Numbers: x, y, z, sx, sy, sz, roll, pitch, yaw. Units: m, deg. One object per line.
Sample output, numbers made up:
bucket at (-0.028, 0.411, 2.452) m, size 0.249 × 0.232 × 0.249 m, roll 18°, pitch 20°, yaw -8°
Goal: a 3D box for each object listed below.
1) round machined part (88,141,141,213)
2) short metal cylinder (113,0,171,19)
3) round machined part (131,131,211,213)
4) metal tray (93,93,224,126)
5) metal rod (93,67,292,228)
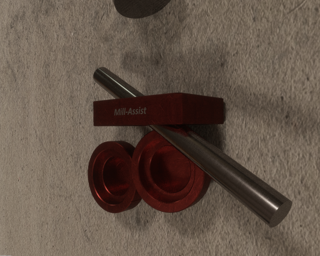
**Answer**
round machined part at (-0.054, 0.067, 0.436) m, size 0.098 × 0.042 × 0.097 m, roll 0°, pitch 90°, yaw 39°
short metal cylinder at (-0.027, -0.185, 0.389) m, size 0.080 × 0.081 × 0.050 m, roll -34°, pitch 69°, yaw 34°
round machined part at (0.017, 0.048, 0.373) m, size 0.098 × 0.042 × 0.097 m, roll 0°, pitch 89°, yaw 32°
metal tray at (-0.003, -0.018, 0.363) m, size 0.130 × 0.091 × 0.030 m, roll -1°, pitch 90°, yaw 39°
metal rod at (0.004, -0.005, 0.331) m, size 0.300 × 0.025 × 0.025 m, roll 39°, pitch 114°, yaw 43°
